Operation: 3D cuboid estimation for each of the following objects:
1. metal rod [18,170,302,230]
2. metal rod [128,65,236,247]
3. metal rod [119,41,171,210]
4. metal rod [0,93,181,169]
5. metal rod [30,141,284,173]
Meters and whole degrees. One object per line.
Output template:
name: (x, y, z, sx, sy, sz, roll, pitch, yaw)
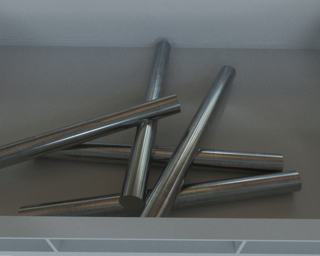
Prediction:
metal rod: (0.006, 0.077, 0.338, 0.302, 0.025, 0.025, -6, 51, -6)
metal rod: (0.044, 0.006, 0.373, 0.025, 0.025, 0.301, 19, 45, 15)
metal rod: (-0.011, -0.031, 0.406, 0.025, 0.025, 0.300, 5, 44, 4)
metal rod: (-0.122, 0.015, 0.356, 0.302, 0.025, 0.025, -18, 52, -8)
metal rod: (-0.008, 0.034, 0.375, 0.302, 0.025, 0.025, 4, 50, 2)
